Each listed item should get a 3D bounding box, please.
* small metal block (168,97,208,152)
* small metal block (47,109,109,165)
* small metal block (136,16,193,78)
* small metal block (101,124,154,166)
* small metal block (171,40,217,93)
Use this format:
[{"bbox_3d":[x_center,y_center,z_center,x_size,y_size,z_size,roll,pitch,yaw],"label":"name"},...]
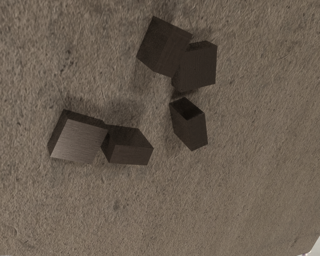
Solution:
[{"bbox_3d":[0.037,-0.006,0.409,0.025,0.050,0.050,-23,127,-15],"label":"small metal block"},{"bbox_3d":[-0.096,0.011,0.362,0.050,0.025,0.050,18,109,-36],"label":"small metal block"},{"bbox_3d":[0.003,-0.089,0.338,0.025,0.050,0.050,13,112,-34],"label":"small metal block"},{"bbox_3d":[-0.043,0.020,0.381,0.050,0.050,0.025,8,114,-32],"label":"small metal block"},{"bbox_3d":[0.042,-0.077,0.384,0.050,0.025,0.050,-16,125,-20],"label":"small metal block"}]
